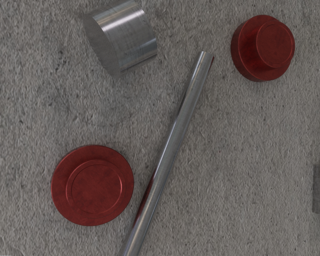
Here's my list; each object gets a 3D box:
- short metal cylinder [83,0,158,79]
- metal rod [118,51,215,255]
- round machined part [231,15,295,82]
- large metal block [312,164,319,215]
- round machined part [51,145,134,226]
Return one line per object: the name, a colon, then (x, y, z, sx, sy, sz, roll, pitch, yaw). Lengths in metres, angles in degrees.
short metal cylinder: (-0.047, -0.105, 0.362, 0.050, 0.080, 0.080, -32, 101, -17)
metal rod: (0.010, 0.037, 0.412, 0.025, 0.025, 0.299, 24, 82, -19)
round machined part: (0.158, -0.119, 0.458, 0.099, 0.042, 0.097, 0, 90, -20)
large metal block: (0.301, 0.102, 0.507, 0.081, 0.050, 0.080, 2, 89, -20)
round machined part: (-0.078, 0.069, 0.371, 0.099, 0.042, 0.097, 0, 90, -20)
